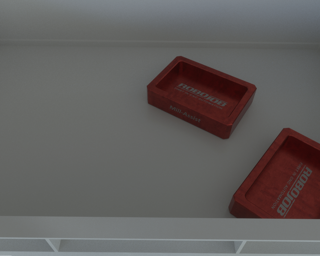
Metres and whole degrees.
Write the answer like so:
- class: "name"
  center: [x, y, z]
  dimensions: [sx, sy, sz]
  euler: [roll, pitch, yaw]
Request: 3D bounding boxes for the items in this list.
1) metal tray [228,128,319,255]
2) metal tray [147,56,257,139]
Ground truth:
- class: "metal tray"
  center: [0.150, 0.066, 0.347]
  dimensions: [0.090, 0.030, 0.131]
  euler: [33, 57, 24]
- class: "metal tray"
  center: [0.058, -0.048, 0.442]
  dimensions: [0.130, 0.030, 0.090]
  euler: [27, 55, 20]
